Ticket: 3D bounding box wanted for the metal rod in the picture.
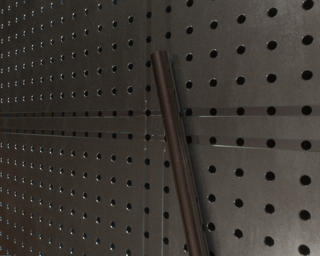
[{"bbox_3d":[0.027,0.048,0.385,0.025,0.025,0.298,-18,79,38],"label":"metal rod"}]
